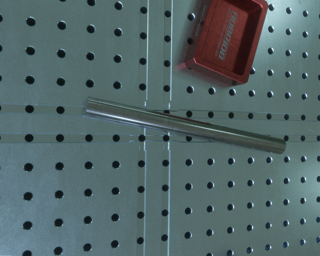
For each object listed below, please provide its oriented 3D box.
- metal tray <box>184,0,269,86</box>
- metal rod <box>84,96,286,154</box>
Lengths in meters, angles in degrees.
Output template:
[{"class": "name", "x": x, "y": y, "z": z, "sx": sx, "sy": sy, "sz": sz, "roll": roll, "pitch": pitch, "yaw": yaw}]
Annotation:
[{"class": "metal tray", "x": 0.097, "y": -0.136, "z": 0.447, "sx": 0.091, "sy": 0.030, "sz": 0.129, "roll": 19, "pitch": 84, "yaw": -20}, {"class": "metal rod", "x": 0.049, "y": 0.001, "z": 0.431, "sx": 0.302, "sy": 0.025, "sz": 0.025, "roll": 11, "pitch": 86, "yaw": -20}]
